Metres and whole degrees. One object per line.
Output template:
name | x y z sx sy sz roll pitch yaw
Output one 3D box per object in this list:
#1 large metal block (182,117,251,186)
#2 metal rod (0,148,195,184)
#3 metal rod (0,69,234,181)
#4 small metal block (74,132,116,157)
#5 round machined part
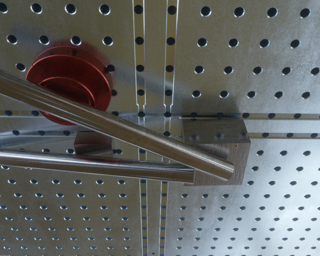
large metal block | 0.072 0.033 0.421 0.081 0.050 0.079 -2 130 1
metal rod | -0.105 0.049 0.415 0.301 0.025 0.025 4 131 10
metal rod | -0.050 -0.001 0.347 0.302 0.025 0.025 22 127 -15
small metal block | -0.090 0.032 0.438 0.050 0.025 0.050 0 130 0
round machined part | -0.107 -0.041 0.363 0.099 0.042 0.097 -1 130 0
